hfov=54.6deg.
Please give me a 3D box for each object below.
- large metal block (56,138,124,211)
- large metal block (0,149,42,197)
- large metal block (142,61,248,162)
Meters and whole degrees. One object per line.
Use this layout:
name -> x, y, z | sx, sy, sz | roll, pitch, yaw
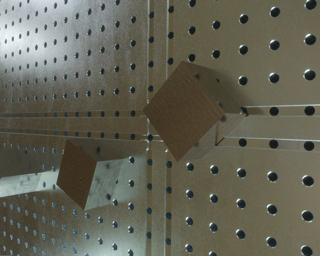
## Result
large metal block -> -0.112, 0.069, 0.487 | 0.080, 0.050, 0.080 | 28, 107, 36
large metal block -> -0.299, 0.089, 0.623 | 0.080, 0.081, 0.050 | 40, 115, 32
large metal block -> 0.038, -0.018, 0.362 | 0.080, 0.050, 0.080 | -49, 61, 29
